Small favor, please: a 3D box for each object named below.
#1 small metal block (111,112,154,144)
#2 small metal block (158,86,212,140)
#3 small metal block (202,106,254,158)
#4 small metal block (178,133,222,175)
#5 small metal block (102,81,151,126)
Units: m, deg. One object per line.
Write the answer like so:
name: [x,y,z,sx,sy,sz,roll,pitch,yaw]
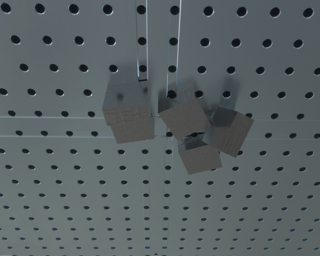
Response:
small metal block: [-0.037,-0.009,0.404,0.050,0.025,0.050,-8,130,7]
small metal block: [0.032,-0.018,0.396,0.050,0.025,0.050,-23,127,18]
small metal block: [0.083,0.004,0.386,0.025,0.050,0.050,24,93,-19]
small metal block: [0.057,0.036,0.443,0.050,0.025,0.050,-15,129,12]
small metal block: [-0.038,-0.030,0.369,0.050,0.050,0.025,-5,130,4]
